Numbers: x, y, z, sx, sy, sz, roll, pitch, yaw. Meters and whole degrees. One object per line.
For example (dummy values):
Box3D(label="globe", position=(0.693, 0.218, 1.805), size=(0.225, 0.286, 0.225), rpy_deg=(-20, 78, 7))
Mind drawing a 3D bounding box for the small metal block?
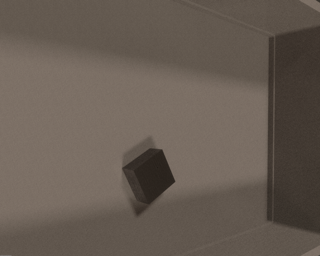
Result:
Box3D(label="small metal block", position=(-0.013, 0.061, 0.397), size=(0.050, 0.025, 0.050), rpy_deg=(-34, 112, -35))
